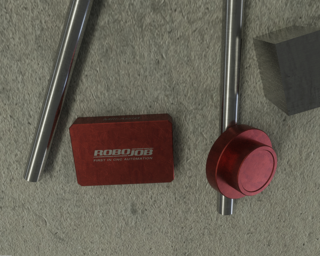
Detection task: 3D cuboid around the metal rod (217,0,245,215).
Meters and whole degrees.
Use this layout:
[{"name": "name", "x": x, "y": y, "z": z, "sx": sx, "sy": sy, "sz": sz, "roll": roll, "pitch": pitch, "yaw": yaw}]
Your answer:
[{"name": "metal rod", "x": 0.090, "y": -0.019, "z": 0.404, "sx": 0.025, "sy": 0.025, "sz": 0.298, "roll": -2, "pitch": 110, "yaw": 0}]

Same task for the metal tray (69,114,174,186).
[{"name": "metal tray", "x": -0.048, "y": 0.030, "z": 0.418, "sx": 0.131, "sy": 0.030, "sz": 0.089, "roll": -3, "pitch": 110, "yaw": 0}]

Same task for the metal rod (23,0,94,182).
[{"name": "metal rod", "x": -0.124, "y": -0.062, "z": 0.385, "sx": 0.025, "sy": 0.025, "sz": 0.298, "roll": 20, "pitch": 109, "yaw": -8}]

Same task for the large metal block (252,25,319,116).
[{"name": "large metal block", "x": 0.151, "y": -0.069, "z": 0.357, "sx": 0.050, "sy": 0.080, "sz": 0.080, "roll": -17, "pitch": 110, "yaw": 6}]

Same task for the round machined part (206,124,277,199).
[{"name": "round machined part", "x": 0.111, "y": 0.047, "z": 0.398, "sx": 0.099, "sy": 0.042, "sz": 0.097, "roll": -11, "pitch": 112, "yaw": -28}]
